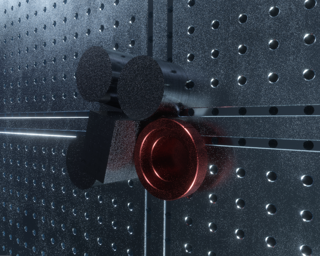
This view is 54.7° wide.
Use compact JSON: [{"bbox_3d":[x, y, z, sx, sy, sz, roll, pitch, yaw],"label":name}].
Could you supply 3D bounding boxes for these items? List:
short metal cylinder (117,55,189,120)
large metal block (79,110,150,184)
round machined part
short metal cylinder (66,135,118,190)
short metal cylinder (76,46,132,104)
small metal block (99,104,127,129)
[{"bbox_3d":[-0.009,-0.050,0.401,0.080,0.050,0.080,0,90,40],"label":"short metal cylinder"},{"bbox_3d":[-0.053,0.022,0.413,0.050,0.081,0.079,20,103,38],"label":"large metal block"},{"bbox_3d":[0.018,0.037,0.384,0.098,0.042,0.097,0,90,40],"label":"round machined part"},{"bbox_3d":[-0.099,0.051,0.475,0.080,0.050,0.080,0,90,40],"label":"short metal cylinder"},{"bbox_3d":[-0.079,-0.076,0.458,0.080,0.050,0.080,0,90,40],"label":"short metal cylinder"},{"bbox_3d":[-0.068,-0.008,0.465,0.050,0.025,0.050,19,102,38],"label":"small metal block"}]
